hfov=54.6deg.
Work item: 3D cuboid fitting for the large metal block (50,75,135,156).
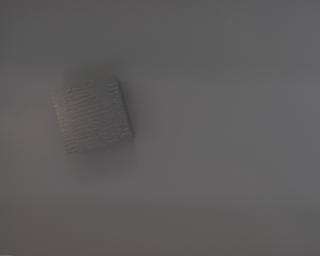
[{"bbox_3d":[-0.083,-0.016,0.398,0.080,0.050,0.080,-15,90,0],"label":"large metal block"}]
